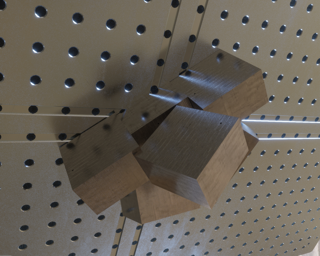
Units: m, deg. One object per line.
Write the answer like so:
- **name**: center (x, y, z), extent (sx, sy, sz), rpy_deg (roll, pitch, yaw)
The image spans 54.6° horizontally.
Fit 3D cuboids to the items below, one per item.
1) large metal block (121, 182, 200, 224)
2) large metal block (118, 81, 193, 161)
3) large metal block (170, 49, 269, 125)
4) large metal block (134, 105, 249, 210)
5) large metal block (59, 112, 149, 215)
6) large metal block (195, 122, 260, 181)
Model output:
- **large metal block**: center (-0.005, 0.088, 0.418), extent (0.081, 0.080, 0.050), rpy_deg (-9, 86, -24)
- **large metal block**: center (0.004, 0.001, 0.399), extent (0.080, 0.050, 0.080), rpy_deg (-34, 129, -6)
- **large metal block**: center (0.072, -0.045, 0.386), extent (0.080, 0.080, 0.050), rpy_deg (-34, 129, -6)
- **large metal block**: center (0.035, 0.027, 0.329), extent (0.080, 0.080, 0.050), rpy_deg (-50, 134, -26)
- **large metal block**: center (-0.062, 0.039, 0.363), extent (0.080, 0.080, 0.050), rpy_deg (-33, 129, -7)
- **large metal block**: center (0.088, 0.027, 0.431), extent (0.050, 0.080, 0.080), rpy_deg (33, 103, 4)
